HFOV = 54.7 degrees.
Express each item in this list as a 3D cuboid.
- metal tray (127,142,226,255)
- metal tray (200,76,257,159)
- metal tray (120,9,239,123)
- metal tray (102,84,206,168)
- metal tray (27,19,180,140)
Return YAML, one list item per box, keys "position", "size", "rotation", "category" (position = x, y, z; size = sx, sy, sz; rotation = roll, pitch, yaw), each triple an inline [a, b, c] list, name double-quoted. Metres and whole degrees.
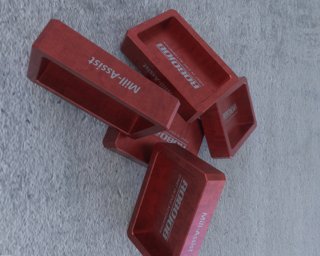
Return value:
- position: [0.013, 0.091, 0.352]
  size: [0.030, 0.090, 0.129]
  rotation: [7, 106, -40]
  category: "metal tray"
- position: [0.107, -0.020, 0.474]
  size: [0.131, 0.030, 0.089]
  rotation: [-35, 112, -50]
  category: "metal tray"
- position: [0.026, -0.081, 0.388]
  size: [0.130, 0.030, 0.091]
  rotation: [48, 56, 4]
  category: "metal tray"
- position: [-0.001, 0.008, 0.404]
  size: [0.130, 0.030, 0.090]
  rotation: [32, 70, -36]
  category: "metal tray"
- position: [-0.057, -0.037, 0.297]
  size: [0.130, 0.090, 0.030]
  rotation: [32, 69, -18]
  category: "metal tray"
